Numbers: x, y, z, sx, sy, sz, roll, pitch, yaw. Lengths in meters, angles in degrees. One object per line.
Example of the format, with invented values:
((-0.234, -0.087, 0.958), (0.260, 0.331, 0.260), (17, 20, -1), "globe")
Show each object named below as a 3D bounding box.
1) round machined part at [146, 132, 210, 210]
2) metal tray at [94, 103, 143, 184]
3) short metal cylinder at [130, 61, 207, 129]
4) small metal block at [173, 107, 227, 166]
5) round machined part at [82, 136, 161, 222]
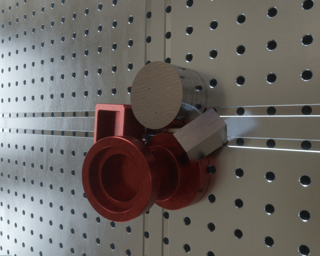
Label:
((0.009, 0.054, 0.388), (0.098, 0.042, 0.097), (0, 90, 39), "round machined part")
((-0.063, 0.031, 0.441), (0.090, 0.030, 0.129), (8, 95, 54), "metal tray")
((0.010, -0.039, 0.383), (0.080, 0.050, 0.079), (0, 90, 39), "short metal cylinder")
((0.046, 0.011, 0.341), (0.050, 0.050, 0.025), (-34, 64, -4), "small metal block")
((-0.042, 0.058, 0.368), (0.098, 0.042, 0.097), (1, 92, 29), "round machined part")
